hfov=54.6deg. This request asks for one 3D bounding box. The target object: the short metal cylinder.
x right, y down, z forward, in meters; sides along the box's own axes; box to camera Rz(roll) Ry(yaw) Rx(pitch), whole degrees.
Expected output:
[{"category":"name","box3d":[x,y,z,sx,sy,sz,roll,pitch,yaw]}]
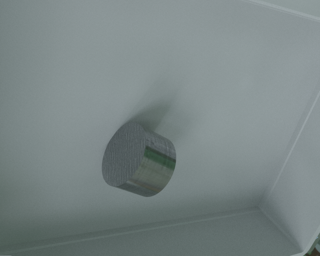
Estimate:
[{"category":"short metal cylinder","box3d":[-0.027,0.039,0.382,0.050,0.080,0.080,29,103,-38]}]
